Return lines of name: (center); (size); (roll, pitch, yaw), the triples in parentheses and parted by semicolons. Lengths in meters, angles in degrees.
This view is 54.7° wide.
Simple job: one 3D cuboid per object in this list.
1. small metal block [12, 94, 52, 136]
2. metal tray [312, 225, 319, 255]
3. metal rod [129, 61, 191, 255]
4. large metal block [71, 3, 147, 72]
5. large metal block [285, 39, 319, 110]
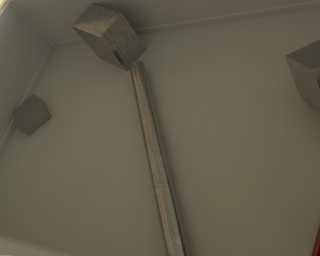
small metal block: (-0.221, -0.023, 0.533); (0.050, 0.025, 0.050); (-40, 51, 1)
metal tray: (0.160, 0.063, 0.238); (0.030, 0.090, 0.130); (22, 72, 12)
metal rod: (-0.007, 0.024, 0.393); (0.025, 0.025, 0.299); (-24, 53, 14)
large metal block: (-0.082, -0.146, 0.501); (0.080, 0.080, 0.050); (31, 79, 37)
large metal block: (0.184, -0.061, 0.307); (0.080, 0.050, 0.080); (-25, 18, 13)
